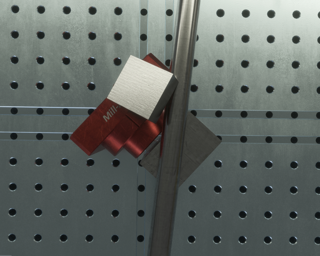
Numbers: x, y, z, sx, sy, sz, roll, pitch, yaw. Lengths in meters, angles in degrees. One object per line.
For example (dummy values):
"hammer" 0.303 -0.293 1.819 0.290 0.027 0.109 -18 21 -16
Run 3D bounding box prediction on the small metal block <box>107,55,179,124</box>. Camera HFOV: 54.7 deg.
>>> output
"small metal block" -0.017 -0.039 0.315 0.050 0.025 0.050 28 88 18

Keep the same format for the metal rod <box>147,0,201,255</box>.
"metal rod" 0.014 0.011 0.333 0.025 0.025 0.298 7 90 -1

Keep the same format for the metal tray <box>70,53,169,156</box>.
"metal tray" -0.044 -0.026 0.380 0.030 0.090 0.130 43 90 0

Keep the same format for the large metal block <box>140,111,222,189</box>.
"large metal block" 0.023 0.027 0.383 0.050 0.080 0.080 43 90 -1

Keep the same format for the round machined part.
"round machined part" -0.022 -0.001 0.380 0.042 0.098 0.098 42 90 0
